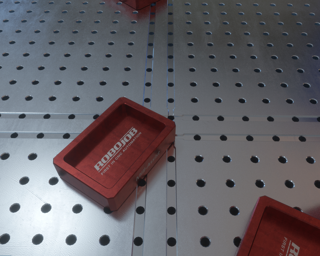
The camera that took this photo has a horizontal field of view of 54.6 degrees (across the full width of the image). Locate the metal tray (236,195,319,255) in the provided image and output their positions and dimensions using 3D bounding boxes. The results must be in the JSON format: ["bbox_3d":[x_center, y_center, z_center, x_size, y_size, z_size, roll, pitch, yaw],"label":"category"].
[{"bbox_3d":[0.114,0.138,0.288,0.090,0.030,0.130,23,54,18],"label":"metal tray"}]

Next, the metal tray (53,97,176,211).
[{"bbox_3d":[-0.051,0.025,0.383,0.090,0.030,0.131,27,55,21],"label":"metal tray"}]

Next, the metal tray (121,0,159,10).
[{"bbox_3d":[-0.057,-0.304,0.659,0.090,0.030,0.130,-36,59,-26],"label":"metal tray"}]
